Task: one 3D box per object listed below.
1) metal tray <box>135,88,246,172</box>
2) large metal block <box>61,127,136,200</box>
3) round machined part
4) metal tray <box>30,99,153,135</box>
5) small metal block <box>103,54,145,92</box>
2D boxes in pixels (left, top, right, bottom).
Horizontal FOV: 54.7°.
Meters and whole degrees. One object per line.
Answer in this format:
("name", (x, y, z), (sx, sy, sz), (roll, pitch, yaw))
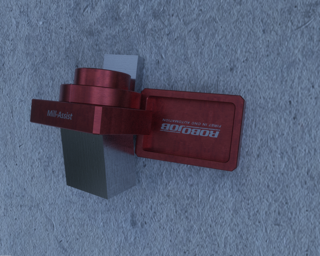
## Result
("metal tray", (0.037, 0.000, 0.394), (0.130, 0.030, 0.089), (7, 92, 19))
("large metal block", (-0.080, 0.038, 0.404), (0.080, 0.050, 0.079), (7, 106, 37))
("round machined part", (-0.072, -0.048, 0.384), (0.098, 0.098, 0.042), (7, 92, 19))
("metal tray", (-0.086, -0.014, 0.387), (0.130, 0.091, 0.030), (8, 94, 38))
("small metal block", (-0.051, -0.074, 0.428), (0.050, 0.025, 0.050), (7, 92, 19))
